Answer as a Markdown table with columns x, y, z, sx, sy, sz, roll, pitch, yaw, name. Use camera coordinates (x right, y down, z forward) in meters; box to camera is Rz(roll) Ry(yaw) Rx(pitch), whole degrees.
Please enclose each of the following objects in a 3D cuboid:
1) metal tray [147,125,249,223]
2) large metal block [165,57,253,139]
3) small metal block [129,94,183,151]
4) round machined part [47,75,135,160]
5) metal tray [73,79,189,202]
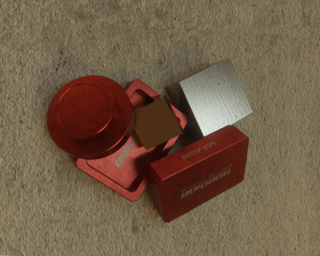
| x | y | z | sx | sy | sz | roll | pitch | yaw | name |
| --- | --- | --- | --- | --- | --- | --- | --- | --- | --- |
| 0.052 | 0.060 | 0.402 | 0.131 | 0.030 | 0.089 | -24 | 134 | -18 | metal tray |
| 0.066 | -0.039 | 0.421 | 0.080 | 0.050 | 0.080 | -28 | 100 | -18 | large metal block |
| -0.006 | -0.007 | 0.384 | 0.050 | 0.025 | 0.050 | -26 | 102 | 10 | small metal block |
| -0.080 | -0.016 | 0.349 | 0.099 | 0.042 | 0.098 | -1 | 73 | 5 | round machined part |
| -0.035 | 0.015 | 0.394 | 0.090 | 0.030 | 0.130 | 37 | 78 | -17 | metal tray |
